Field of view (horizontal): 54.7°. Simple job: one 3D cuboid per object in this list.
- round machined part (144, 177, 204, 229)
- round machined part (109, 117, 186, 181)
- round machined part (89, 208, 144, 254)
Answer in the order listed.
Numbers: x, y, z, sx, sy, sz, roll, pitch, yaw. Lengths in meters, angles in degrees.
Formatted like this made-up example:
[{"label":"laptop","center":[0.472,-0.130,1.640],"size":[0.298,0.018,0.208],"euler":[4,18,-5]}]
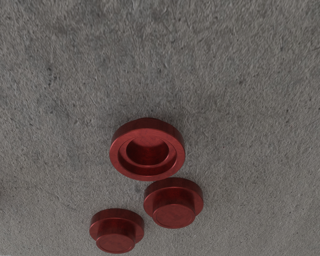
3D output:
[{"label":"round machined part","center":[0.022,0.128,0.505],"size":[0.099,0.042,0.097],"euler":[0,130,0]},{"label":"round machined part","center":[-0.016,0.024,0.416],"size":[0.099,0.042,0.097],"euler":[0,130,0]},{"label":"round machined part","center":[-0.078,0.191,0.558],"size":[0.099,0.042,0.097],"euler":[0,130,0]}]
